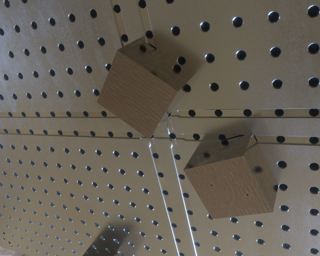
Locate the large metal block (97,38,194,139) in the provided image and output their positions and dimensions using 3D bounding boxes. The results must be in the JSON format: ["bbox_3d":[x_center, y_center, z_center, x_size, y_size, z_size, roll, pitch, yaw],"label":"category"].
[{"bbox_3d":[-0.019,-0.047,0.377,0.080,0.050,0.080,35,129,5],"label":"large metal block"}]

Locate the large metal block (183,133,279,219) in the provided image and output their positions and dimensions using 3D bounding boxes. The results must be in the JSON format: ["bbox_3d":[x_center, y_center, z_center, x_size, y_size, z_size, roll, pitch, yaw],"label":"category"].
[{"bbox_3d":[0.089,0.062,0.386,0.080,0.050,0.080,-20,108,35],"label":"large metal block"}]

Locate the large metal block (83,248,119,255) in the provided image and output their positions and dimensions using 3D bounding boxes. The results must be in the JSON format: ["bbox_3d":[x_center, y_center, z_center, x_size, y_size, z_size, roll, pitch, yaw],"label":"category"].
[{"bbox_3d":[-0.129,0.296,0.628,0.080,0.080,0.050,-8,114,32],"label":"large metal block"}]
